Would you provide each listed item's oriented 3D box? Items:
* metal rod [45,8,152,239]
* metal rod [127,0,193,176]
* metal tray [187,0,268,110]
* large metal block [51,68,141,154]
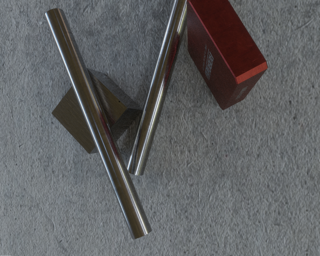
[{"bbox_3d":[-0.079,-0.011,0.382,0.025,0.025,0.299,-26,82,18],"label":"metal rod"},{"bbox_3d":[0.006,-0.083,0.405,0.025,0.025,0.298,18,96,19],"label":"metal rod"},{"bbox_3d":[0.064,-0.075,0.329,0.030,0.130,0.090,-28,81,1],"label":"metal tray"},{"bbox_3d":[-0.085,-0.023,0.425,0.080,0.050,0.080,44,103,14],"label":"large metal block"}]
